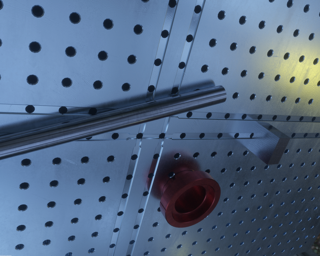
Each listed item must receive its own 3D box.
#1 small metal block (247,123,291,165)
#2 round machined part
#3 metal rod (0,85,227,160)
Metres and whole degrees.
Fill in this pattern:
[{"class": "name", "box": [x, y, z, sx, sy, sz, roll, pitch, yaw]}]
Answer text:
[{"class": "small metal block", "box": [0.179, 0.025, 0.511, 0.025, 0.050, 0.050, 1, 118, -29]}, {"class": "round machined part", "box": [0.044, 0.107, 0.493, 0.099, 0.042, 0.097, -14, 125, -21]}, {"class": "metal rod", "box": [-0.052, -0.010, 0.377, 0.302, 0.025, 0.025, -15, 125, -20]}]
